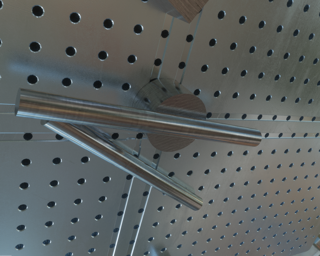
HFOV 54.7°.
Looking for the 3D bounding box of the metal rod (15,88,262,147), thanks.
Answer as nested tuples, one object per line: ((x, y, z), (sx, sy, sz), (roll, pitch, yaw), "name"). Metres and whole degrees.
((0.004, -0.004, 0.347), (0.302, 0.025, 0.025), (8, 114, -32), "metal rod")

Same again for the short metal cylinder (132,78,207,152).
((0.011, -0.017, 0.392), (0.081, 0.050, 0.079), (-14, 125, -21), "short metal cylinder")

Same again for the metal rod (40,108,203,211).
((-0.030, 0.057, 0.431), (0.025, 0.025, 0.301), (-48, 129, 5), "metal rod")

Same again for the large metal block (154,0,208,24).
((0.019, -0.166, 0.304), (0.080, 0.050, 0.080), (34, 99, -39), "large metal block")
